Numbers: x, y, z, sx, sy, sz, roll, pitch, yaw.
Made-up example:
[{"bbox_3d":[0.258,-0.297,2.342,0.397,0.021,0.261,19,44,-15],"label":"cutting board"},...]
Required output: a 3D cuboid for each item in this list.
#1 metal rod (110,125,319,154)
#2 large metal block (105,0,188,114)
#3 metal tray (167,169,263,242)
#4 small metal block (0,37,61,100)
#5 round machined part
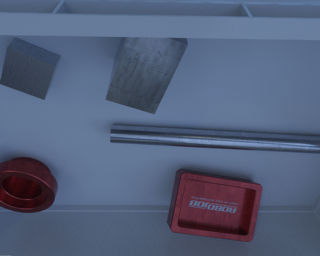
[{"bbox_3d":[0.085,0.016,0.424,0.302,0.025,0.025,3,130,-4],"label":"metal rod"},{"bbox_3d":[-0.015,-0.074,0.309,0.050,0.080,0.079,16,128,-14],"label":"large metal block"},{"bbox_3d":[0.084,0.118,0.475,0.131,0.030,0.089,11,90,-10],"label":"metal tray"},{"bbox_3d":[-0.147,-0.066,0.351,0.050,0.025,0.050,21,127,-17],"label":"small metal block"},{"bbox_3d":[-0.203,0.081,0.464,0.099,0.042,0.097,-1,130,0],"label":"round machined part"}]
